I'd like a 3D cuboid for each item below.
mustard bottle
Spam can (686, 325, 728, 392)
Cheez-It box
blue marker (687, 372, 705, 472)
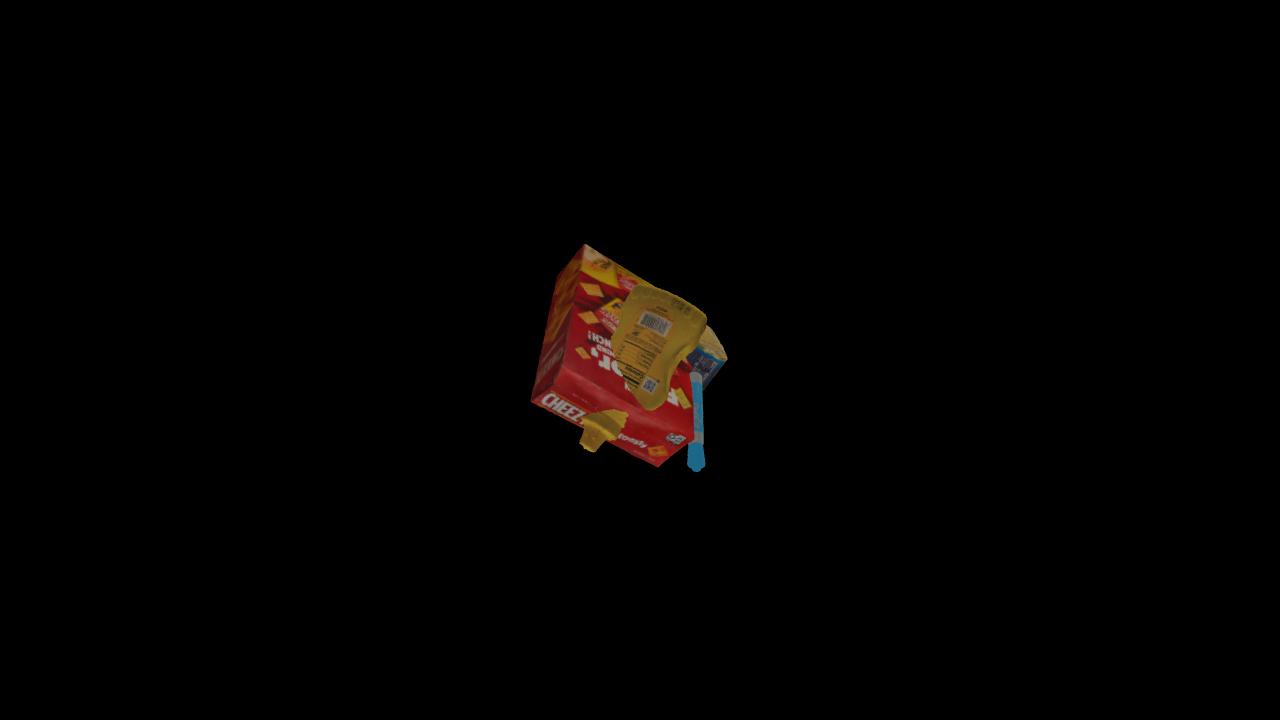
[{"bbox_3d":[-0.009,0.013,0.635,0.092,0.184,0.054,28,-19,6],"label":"mustard bottle"},{"bbox_3d":[0.055,0.001,0.758,0.058,0.085,0.101,27,21,-22],"label":"Spam can"},{"bbox_3d":[-0.022,-0.011,0.692,0.166,0.223,0.071,29,-53,-23],"label":"Cheez-It box"},{"bbox_3d":[0.059,0.065,0.661,0.020,0.121,0.020,1,-40,1],"label":"blue marker"}]
